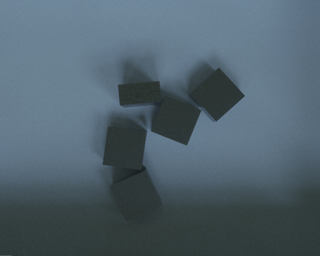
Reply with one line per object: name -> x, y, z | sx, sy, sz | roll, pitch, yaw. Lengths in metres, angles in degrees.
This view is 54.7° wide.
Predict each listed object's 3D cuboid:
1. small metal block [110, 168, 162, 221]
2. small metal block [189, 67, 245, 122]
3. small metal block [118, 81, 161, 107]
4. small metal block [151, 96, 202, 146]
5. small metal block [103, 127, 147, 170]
small metal block -> -0.031, 0.087, 0.411 | 0.050, 0.025, 0.050 | -25, 90, -1
small metal block -> 0.075, -0.043, 0.412 | 0.050, 0.025, 0.050 | -42, 91, 0
small metal block -> -0.025, -0.042, 0.399 | 0.050, 0.050, 0.025 | -5, 90, -1
small metal block -> 0.021, -0.010, 0.412 | 0.050, 0.025, 0.050 | 22, 90, -1
small metal block -> -0.046, 0.026, 0.411 | 0.050, 0.025, 0.050 | 8, 90, -1
